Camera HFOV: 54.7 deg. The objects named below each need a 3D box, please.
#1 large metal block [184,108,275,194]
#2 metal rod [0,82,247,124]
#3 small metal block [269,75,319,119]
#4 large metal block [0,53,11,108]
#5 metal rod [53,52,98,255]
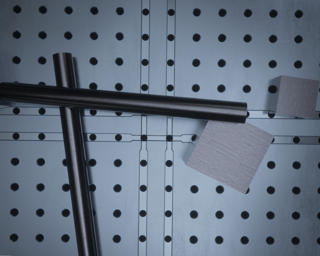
[{"bbox_3d":[0.086,0.027,0.401,0.080,0.050,0.080,27,90,0],"label":"large metal block"},{"bbox_3d":[-0.050,-0.032,0.377,0.302,0.025,0.025,6,90,7],"label":"metal rod"},{"bbox_3d":[0.179,-0.041,0.415,0.050,0.025,0.050,8,90,0],"label":"small metal block"},{"bbox_3d":[-0.251,-0.061,0.399,0.080,0.050,0.080,-11,90,0],"label":"large metal block"},{"bbox_3d":[-0.111,0.051,0.412,0.025,0.025,0.298,-7,90,0],"label":"metal rod"}]
